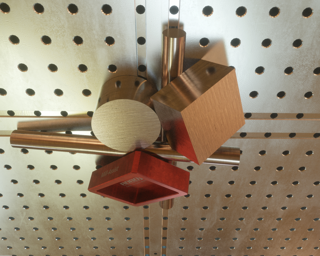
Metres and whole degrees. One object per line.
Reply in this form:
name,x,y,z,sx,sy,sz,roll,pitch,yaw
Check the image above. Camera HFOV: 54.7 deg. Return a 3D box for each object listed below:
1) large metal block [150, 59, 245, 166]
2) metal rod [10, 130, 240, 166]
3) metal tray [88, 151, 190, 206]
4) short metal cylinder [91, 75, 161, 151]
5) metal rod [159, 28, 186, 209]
large metal block,0.046,-0.019,0.353,0.080,0.050,0.080,-39,131,-20
metal rod,-0.049,0.026,0.411,0.302,0.025,0.025,4,130,5
metal tray,-0.033,0.077,0.440,0.090,0.030,0.130,27,146,-28
short metal cylinder,-0.039,-0.017,0.380,0.081,0.050,0.079,0,130,0
metal rod,0.013,0.013,0.423,0.025,0.025,0.298,0,131,-1
